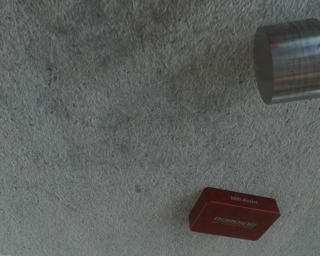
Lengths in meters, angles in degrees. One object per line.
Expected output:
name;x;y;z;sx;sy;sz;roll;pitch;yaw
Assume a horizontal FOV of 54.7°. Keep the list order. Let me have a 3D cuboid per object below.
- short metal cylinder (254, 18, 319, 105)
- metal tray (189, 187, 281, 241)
short metal cylinder;0.130;-0.066;0.316;0.050;0.080;0.080;-8;130;6
metal tray;0.125;0.150;0.533;0.131;0.030;0.089;12;129;-11
